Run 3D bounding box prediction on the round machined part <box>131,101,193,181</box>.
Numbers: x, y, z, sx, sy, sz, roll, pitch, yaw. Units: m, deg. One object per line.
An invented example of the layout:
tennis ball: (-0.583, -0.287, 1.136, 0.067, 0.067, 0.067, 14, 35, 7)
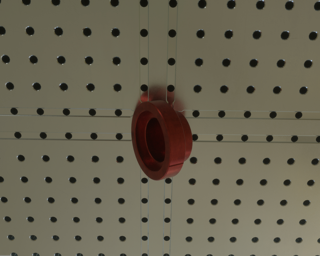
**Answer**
round machined part: (0.004, 0.014, 0.390, 0.042, 0.098, 0.097, -9, 114, -30)
